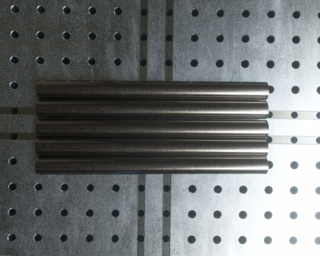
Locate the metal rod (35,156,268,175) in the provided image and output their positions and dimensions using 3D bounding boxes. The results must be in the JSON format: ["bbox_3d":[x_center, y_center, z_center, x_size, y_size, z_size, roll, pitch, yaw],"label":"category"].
[{"bbox_3d":[-0.010,0.050,0.413,0.302,0.025,0.025,0,90,-1],"label":"metal rod"}]

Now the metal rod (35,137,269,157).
[{"bbox_3d":[-0.010,0.026,0.413,0.302,0.025,0.025,0,90,-1],"label":"metal rod"}]

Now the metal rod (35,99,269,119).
[{"bbox_3d":[-0.010,-0.025,0.413,0.302,0.025,0.025,0,90,-1],"label":"metal rod"}]

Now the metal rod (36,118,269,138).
[{"bbox_3d":[-0.009,0.001,0.413,0.302,0.025,0.025,0,90,-1],"label":"metal rod"}]

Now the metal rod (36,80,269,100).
[{"bbox_3d":[-0.009,-0.050,0.413,0.302,0.025,0.025,0,90,-1],"label":"metal rod"}]
